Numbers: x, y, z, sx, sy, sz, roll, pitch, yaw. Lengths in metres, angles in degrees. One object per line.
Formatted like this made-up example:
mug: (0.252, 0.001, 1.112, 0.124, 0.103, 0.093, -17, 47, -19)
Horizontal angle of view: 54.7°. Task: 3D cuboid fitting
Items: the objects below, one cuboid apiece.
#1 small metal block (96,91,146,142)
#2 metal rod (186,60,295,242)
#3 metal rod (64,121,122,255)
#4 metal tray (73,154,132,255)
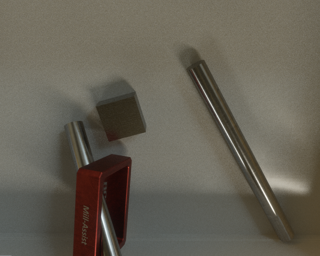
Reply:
small metal block: (-0.049, -0.015, 0.405, 0.050, 0.025, 0.050, -15, 110, 5)
metal rod: (0.118, 0.043, 0.428, 0.025, 0.025, 0.299, -29, 108, 10)
metal rod: (-0.067, 0.133, 0.379, 0.025, 0.025, 0.299, -21, 78, 7)
metal tray: (-0.072, 0.106, 0.398, 0.030, 0.090, 0.129, 8, 99, 17)
